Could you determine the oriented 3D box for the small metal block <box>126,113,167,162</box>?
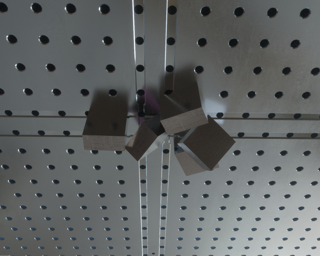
[{"bbox_3d":[-0.011,0.010,0.400,0.025,0.050,0.050,45,124,10],"label":"small metal block"}]

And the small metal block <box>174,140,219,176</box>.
[{"bbox_3d":[0.053,0.038,0.445,0.050,0.025,0.050,-17,129,13],"label":"small metal block"}]

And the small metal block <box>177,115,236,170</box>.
[{"bbox_3d":[0.060,0.019,0.401,0.050,0.025,0.050,45,76,-5],"label":"small metal block"}]

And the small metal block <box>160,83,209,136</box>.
[{"bbox_3d":[0.028,-0.023,0.376,0.050,0.050,0.025,-18,128,14],"label":"small metal block"}]

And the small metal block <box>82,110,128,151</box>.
[{"bbox_3d":[-0.068,0.002,0.396,0.050,0.050,0.025,2,130,-2],"label":"small metal block"}]
